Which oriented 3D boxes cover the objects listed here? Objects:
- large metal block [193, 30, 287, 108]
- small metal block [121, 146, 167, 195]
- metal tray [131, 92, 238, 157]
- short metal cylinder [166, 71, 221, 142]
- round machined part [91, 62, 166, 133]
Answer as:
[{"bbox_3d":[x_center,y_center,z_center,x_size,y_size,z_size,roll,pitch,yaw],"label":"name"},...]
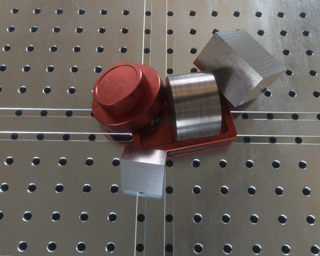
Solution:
[{"bbox_3d":[0.105,-0.081,0.404,0.081,0.050,0.080,-23,68,-47],"label":"large metal block"},{"bbox_3d":[-0.020,0.051,0.373,0.050,0.050,0.025,7,36,3],"label":"small metal block"},{"bbox_3d":[0.026,-0.013,0.411,0.131,0.030,0.090,-10,70,-4],"label":"metal tray"},{"bbox_3d":[0.038,-0.026,0.375,0.050,0.080,0.080,-8,70,-4],"label":"short metal cylinder"},{"bbox_3d":[-0.046,-0.045,0.395,0.098,0.042,0.098,-13,53,19],"label":"round machined part"}]
